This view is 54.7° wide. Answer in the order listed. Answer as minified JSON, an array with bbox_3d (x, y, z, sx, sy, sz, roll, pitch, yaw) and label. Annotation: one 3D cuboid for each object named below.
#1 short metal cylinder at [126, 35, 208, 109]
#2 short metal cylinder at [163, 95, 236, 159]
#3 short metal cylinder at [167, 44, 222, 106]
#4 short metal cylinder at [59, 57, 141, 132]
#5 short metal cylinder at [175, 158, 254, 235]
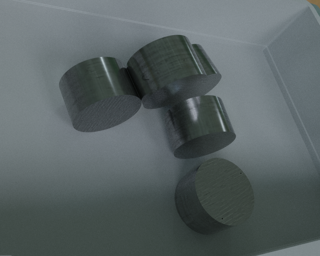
[{"bbox_3d":[0.008,-0.063,0.360,0.081,0.080,0.050,-16,76,-34],"label":"short metal cylinder"},{"bbox_3d":[0.050,0.001,0.396,0.081,0.080,0.050,-2,63,-29],"label":"short metal cylinder"},{"bbox_3d":[0.038,-0.071,0.434,0.081,0.080,0.050,-20,73,-35],"label":"short metal cylinder"},{"bbox_3d":[-0.068,-0.036,0.356,0.081,0.080,0.050,-12,68,-33],"label":"short metal cylinder"},{"bbox_3d":[0.065,0.083,0.374,0.081,0.050,0.080,14,56,-21],"label":"short metal cylinder"}]
